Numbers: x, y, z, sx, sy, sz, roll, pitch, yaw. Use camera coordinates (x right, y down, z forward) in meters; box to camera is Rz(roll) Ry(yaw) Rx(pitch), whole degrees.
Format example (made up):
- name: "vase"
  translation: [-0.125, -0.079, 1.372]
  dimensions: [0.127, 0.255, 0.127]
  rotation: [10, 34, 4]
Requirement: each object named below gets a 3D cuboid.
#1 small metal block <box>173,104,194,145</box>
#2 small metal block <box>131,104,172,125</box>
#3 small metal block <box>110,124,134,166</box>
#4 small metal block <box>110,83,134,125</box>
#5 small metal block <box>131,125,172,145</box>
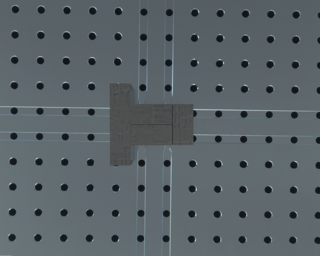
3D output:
- name: "small metal block"
  translation: [0.028, -0.004, 0.401]
  dimensions: [0.025, 0.050, 0.050]
  rotation: [0, 90, 0]
- name: "small metal block"
  translation: [-0.010, -0.017, 0.400]
  dimensions: [0.050, 0.050, 0.025]
  rotation: [0, 90, -1]
- name: "small metal block"
  translation: [-0.048, 0.020, 0.400]
  dimensions: [0.025, 0.050, 0.050]
  rotation: [0, 90, 0]
- name: "small metal block"
  translation: [-0.048, -0.029, 0.399]
  dimensions: [0.025, 0.050, 0.050]
  rotation: [0, 90, 0]
- name: "small metal block"
  translation: [-0.010, 0.008, 0.400]
  dimensions: [0.050, 0.050, 0.025]
  rotation: [0, 90, -1]
